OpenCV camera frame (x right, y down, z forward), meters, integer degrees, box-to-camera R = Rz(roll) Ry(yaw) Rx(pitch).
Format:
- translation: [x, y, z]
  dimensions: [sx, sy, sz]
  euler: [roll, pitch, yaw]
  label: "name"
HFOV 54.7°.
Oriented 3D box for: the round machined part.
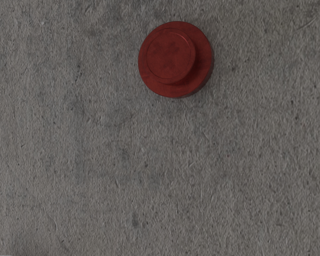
- translation: [0.016, -0.088, 0.394]
  dimensions: [0.098, 0.042, 0.097]
  euler: [0, 90, 20]
  label: "round machined part"
